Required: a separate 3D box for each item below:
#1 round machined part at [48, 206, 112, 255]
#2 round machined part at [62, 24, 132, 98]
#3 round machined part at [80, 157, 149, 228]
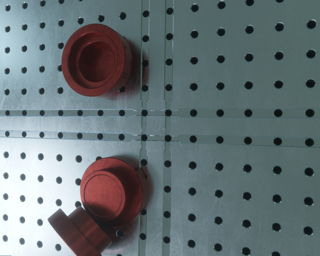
[{"bbox_3d":[-0.103,0.145,0.419,0.098,0.098,0.042,43,67,14],"label":"round machined part"},{"bbox_3d":[-0.083,-0.090,0.432,0.098,0.042,0.097,0,90,19],"label":"round machined part"},{"bbox_3d":[-0.069,0.089,0.427,0.098,0.042,0.097,0,90,19],"label":"round machined part"}]
